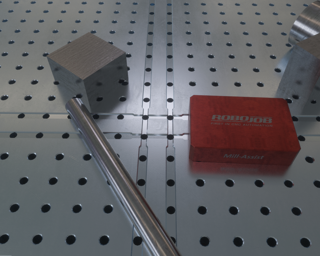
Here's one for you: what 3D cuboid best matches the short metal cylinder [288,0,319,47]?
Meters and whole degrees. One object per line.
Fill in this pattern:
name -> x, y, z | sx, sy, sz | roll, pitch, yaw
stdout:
short metal cylinder -> 0.260, -0.159, 0.507 | 0.081, 0.080, 0.050 | -28, 56, -22

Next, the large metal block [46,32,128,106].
large metal block -> -0.107, -0.091, 0.467 | 0.080, 0.050, 0.080 | 33, 57, 25

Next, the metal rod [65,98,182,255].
metal rod -> -0.041, 0.066, 0.351 | 0.025, 0.025, 0.300 | -25, 55, -20

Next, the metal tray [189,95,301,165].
metal tray -> 0.104, 0.000, 0.405 | 0.131, 0.030, 0.090 | 2, 50, 2

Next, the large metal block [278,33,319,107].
large metal block -> 0.230, -0.088, 0.447 | 0.081, 0.080, 0.050 | -26, 55, -20
